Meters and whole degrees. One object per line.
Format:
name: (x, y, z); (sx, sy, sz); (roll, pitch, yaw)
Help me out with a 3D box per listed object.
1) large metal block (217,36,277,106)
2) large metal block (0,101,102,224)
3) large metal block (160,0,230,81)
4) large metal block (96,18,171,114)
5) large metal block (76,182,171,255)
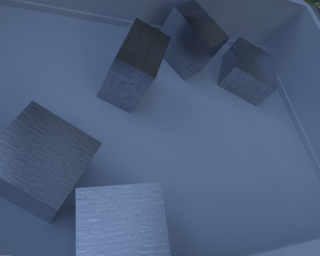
large metal block: (0.152, -0.097, 0.533); (0.080, 0.050, 0.080); (26, 52, -13)
large metal block: (-0.118, 0.034, 0.306); (0.080, 0.050, 0.080); (33, 51, -7)
large metal block: (0.045, -0.134, 0.478); (0.080, 0.080, 0.050); (49, 51, 6)
large metal block: (-0.034, -0.079, 0.401); (0.050, 0.080, 0.080); (27, 52, -12)
large metal block: (-0.038, 0.101, 0.297); (0.081, 0.050, 0.080); (-2, 61, -13)
